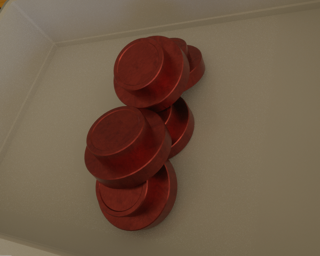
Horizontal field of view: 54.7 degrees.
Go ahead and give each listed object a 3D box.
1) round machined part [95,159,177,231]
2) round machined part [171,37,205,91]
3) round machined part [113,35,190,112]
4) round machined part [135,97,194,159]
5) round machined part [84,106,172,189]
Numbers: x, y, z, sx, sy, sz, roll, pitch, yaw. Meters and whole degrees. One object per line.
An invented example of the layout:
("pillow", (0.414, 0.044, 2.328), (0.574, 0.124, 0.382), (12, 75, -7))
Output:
("round machined part", (-0.034, 0.066, 0.352), (0.098, 0.042, 0.098), (-8, 73, 26))
("round machined part", (0.010, -0.089, 0.429), (0.098, 0.042, 0.098), (-14, 40, 13))
("round machined part", (-0.017, -0.070, 0.379), (0.098, 0.042, 0.098), (-9, 70, 26))
("round machined part", (-0.009, -0.008, 0.402), (0.098, 0.042, 0.098), (-13, 55, 20))
("round machined part", (-0.040, 0.014, 0.340), (0.098, 0.042, 0.098), (-14, 45, 15))
